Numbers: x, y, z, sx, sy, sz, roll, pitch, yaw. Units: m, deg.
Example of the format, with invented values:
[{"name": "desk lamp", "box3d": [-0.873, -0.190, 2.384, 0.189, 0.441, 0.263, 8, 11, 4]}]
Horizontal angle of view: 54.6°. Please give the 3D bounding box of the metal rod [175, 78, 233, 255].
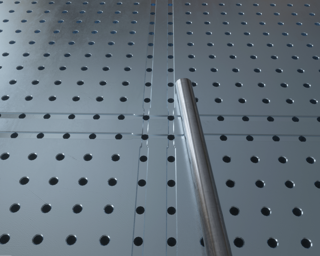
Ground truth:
[{"name": "metal rod", "box3d": [0.049, 0.049, 0.366, 0.025, 0.025, 0.300, -4, 50, -3]}]
